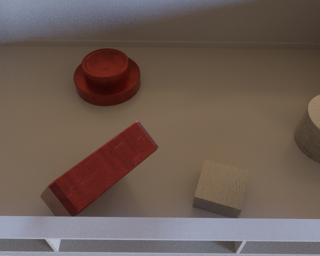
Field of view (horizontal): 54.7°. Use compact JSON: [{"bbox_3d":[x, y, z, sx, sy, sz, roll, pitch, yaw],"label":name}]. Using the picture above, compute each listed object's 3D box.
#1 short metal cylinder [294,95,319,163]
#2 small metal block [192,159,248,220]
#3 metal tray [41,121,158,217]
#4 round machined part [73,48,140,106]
[{"bbox_3d":[0.219,0.002,0.390,0.081,0.050,0.080,0,50,0],"label":"short metal cylinder"},{"bbox_3d":[0.068,0.068,0.349,0.050,0.025,0.050,14,51,11],"label":"small metal block"},{"bbox_3d":[-0.065,0.045,0.300,0.091,0.130,0.030,-38,92,-28],"label":"metal tray"},{"bbox_3d":[-0.079,-0.082,0.462,0.099,0.042,0.098,0,50,0],"label":"round machined part"}]
